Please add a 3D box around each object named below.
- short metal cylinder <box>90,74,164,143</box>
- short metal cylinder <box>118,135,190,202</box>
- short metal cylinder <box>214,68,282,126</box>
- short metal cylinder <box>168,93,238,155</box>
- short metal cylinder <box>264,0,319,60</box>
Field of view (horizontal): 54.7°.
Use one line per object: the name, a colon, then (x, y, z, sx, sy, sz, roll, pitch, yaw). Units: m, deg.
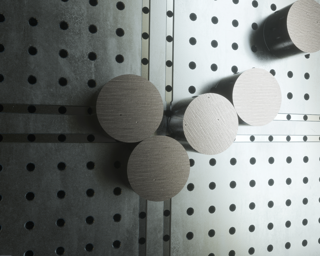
short metal cylinder: (-0.042, -0.023, 0.384, 0.081, 0.050, 0.079, 0, 90, -20)
short metal cylinder: (-0.009, 0.049, 0.396, 0.081, 0.050, 0.079, 0, 90, -20)
short metal cylinder: (0.125, -0.042, 0.445, 0.081, 0.050, 0.080, 0, 90, -20)
short metal cylinder: (0.058, -0.005, 0.421, 0.081, 0.050, 0.079, 0, 90, -20)
short metal cylinder: (0.209, -0.150, 0.476, 0.081, 0.050, 0.079, 0, 90, -20)
